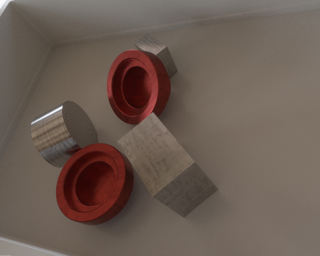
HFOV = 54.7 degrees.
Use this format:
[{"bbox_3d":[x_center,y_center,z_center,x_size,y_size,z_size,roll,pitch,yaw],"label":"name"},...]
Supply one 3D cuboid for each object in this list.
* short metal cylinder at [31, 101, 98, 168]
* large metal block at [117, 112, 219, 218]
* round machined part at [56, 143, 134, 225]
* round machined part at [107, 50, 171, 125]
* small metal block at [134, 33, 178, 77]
[{"bbox_3d":[-0.131,0.009,0.432,0.050,0.080,0.080,-26,53,12],"label":"short metal cylinder"},{"bbox_3d":[0.010,0.041,0.339,0.050,0.080,0.080,-40,51,1],"label":"large metal block"},{"bbox_3d":[-0.076,0.071,0.387,0.098,0.042,0.098,-11,60,20],"label":"round machined part"},{"bbox_3d":[-0.024,-0.055,0.420,0.098,0.042,0.097,6,100,41],"label":"round machined part"},{"bbox_3d":[-0.005,-0.103,0.453,0.025,0.050,0.050,-41,51,-7],"label":"small metal block"}]
